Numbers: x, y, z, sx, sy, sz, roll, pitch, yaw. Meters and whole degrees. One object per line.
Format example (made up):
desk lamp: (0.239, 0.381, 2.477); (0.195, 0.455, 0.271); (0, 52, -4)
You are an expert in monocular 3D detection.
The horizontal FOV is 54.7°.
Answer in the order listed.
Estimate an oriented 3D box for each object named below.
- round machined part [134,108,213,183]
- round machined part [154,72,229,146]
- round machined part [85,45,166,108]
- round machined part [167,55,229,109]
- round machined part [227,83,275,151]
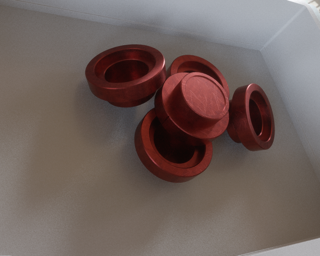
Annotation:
round machined part: (0.014, 0.023, 0.390); (0.099, 0.042, 0.098); (14, 56, -21)
round machined part: (0.046, -0.030, 0.386); (0.099, 0.042, 0.098); (14, 56, -22)
round machined part: (-0.041, -0.063, 0.393); (0.099, 0.042, 0.098); (-4, 44, 5)
round machined part: (0.050, -0.057, 0.458); (0.099, 0.042, 0.098); (14, 56, -21)
round machined part: (0.130, -0.014, 0.459); (0.099, 0.042, 0.098); (17, 67, -46)
